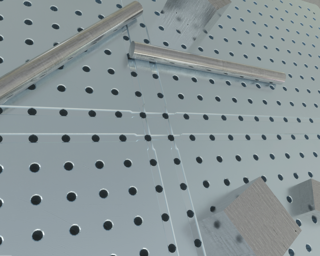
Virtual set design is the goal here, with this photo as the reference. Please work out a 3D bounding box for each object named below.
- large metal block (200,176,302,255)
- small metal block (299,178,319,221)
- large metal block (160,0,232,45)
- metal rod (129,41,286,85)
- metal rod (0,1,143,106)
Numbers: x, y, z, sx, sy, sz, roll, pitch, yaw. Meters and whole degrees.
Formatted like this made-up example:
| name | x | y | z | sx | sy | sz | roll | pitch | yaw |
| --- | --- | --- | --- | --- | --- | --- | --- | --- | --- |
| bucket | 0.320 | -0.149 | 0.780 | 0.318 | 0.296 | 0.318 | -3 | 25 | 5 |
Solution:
| name | x | y | z | sx | sy | sz | roll | pitch | yaw |
| --- | --- | --- | --- | --- | --- | --- | --- | --- | --- |
| large metal block | 0.111 | 0.119 | 0.379 | 0.081 | 0.050 | 0.080 | -28 | 77 | -37 |
| small metal block | 0.242 | 0.111 | 0.470 | 0.050 | 0.025 | 0.050 | 23 | 53 | -15 |
| large metal block | 0.060 | -0.206 | 0.531 | 0.080 | 0.080 | 0.050 | 46 | 51 | 4 |
| metal rod | 0.094 | -0.105 | 0.522 | 0.302 | 0.025 | 0.025 | 4 | 60 | -26 |
| metal rod | -0.115 | -0.107 | 0.411 | 0.025 | 0.025 | 0.301 | 42 | 51 | 0 |
